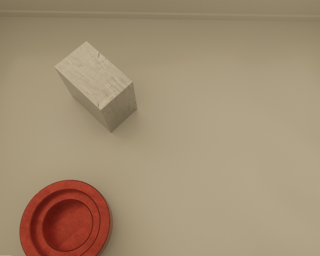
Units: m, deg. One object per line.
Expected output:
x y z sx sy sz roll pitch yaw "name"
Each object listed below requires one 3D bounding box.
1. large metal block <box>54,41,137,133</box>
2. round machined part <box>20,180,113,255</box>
-0.078 -0.049 0.398 0.080 0.080 0.050 42 75 13 "large metal block"
-0.103 0.112 0.357 0.099 0.042 0.098 0 67 0 "round machined part"
